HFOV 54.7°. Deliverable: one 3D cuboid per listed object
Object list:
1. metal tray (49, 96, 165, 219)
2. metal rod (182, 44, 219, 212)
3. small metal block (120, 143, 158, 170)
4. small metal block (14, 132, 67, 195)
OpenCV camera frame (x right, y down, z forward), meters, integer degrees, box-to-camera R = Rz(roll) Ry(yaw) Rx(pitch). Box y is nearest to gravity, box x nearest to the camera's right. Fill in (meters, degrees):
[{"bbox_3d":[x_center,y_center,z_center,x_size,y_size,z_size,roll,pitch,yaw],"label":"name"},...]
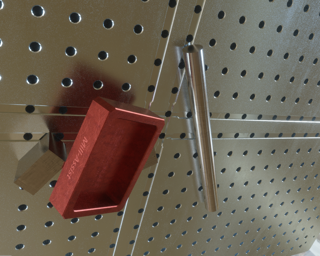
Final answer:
[{"bbox_3d":[-0.057,0.036,0.348,0.091,0.030,0.129,12,108,-53],"label":"metal tray"},{"bbox_3d":[0.066,0.022,0.462,0.025,0.025,0.298,-24,127,-14],"label":"metal rod"},{"bbox_3d":[-0.035,0.032,0.413,0.050,0.025,0.050,-23,127,-15],"label":"small metal block"},{"bbox_3d":[-0.132,0.038,0.345,0.050,0.050,0.025,-43,118,1],"label":"small metal block"}]
